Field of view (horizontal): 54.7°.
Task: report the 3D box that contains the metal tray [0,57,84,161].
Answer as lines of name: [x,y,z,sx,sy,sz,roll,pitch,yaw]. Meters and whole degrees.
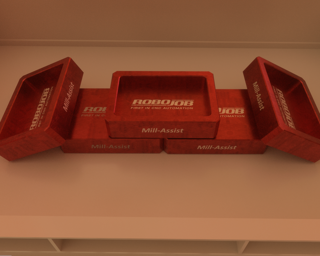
metal tray: [-0.154,-0.027,0.399,0.090,0.030,0.130,-16,47,19]

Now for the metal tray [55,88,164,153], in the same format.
metal tray: [-0.061,-0.011,0.410,0.131,0.030,0.090,0,50,0]

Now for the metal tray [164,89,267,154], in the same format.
metal tray: [0.070,-0.011,0.410,0.131,0.030,0.090,0,50,0]

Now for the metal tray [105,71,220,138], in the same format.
metal tray: [0.003,-0.031,0.387,0.131,0.030,0.090,0,49,0]

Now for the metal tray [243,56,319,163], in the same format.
metal tray: [0.161,-0.027,0.398,0.091,0.030,0.130,19,46,-21]
